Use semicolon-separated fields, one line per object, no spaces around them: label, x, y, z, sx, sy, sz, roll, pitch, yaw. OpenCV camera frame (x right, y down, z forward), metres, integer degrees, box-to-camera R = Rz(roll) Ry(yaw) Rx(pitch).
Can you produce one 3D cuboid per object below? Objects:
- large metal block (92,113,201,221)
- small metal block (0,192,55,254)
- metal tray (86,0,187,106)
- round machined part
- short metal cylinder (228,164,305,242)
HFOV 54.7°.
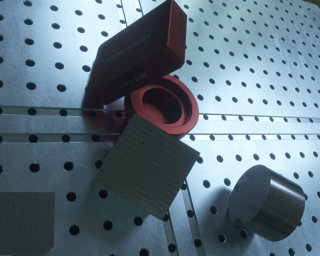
large metal block;-0.016;0.040;0.337;0.080;0.050;0.080;32;81;-8
small metal block;-0.126;0.087;0.287;0.050;0.025;0.050;6;59;-25
metal tray;-0.029;-0.090;0.380;0.030;0.130;0.090;37;46;-38
round machined part;-0.001;-0.024;0.410;0.099;0.042;0.098;14;55;-21
short metal cylinder;0.130;0.093;0.386;0.050;0.080;0.080;29;52;-10
